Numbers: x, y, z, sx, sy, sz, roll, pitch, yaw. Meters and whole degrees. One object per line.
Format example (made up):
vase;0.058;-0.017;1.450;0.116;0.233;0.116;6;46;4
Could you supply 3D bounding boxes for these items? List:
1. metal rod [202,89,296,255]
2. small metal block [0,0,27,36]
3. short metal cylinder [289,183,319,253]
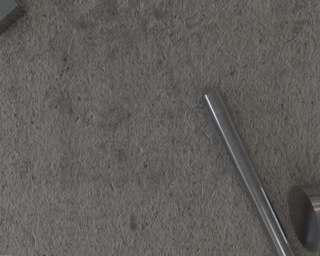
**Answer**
metal rod;0.130;0.089;0.410;0.025;0.025;0.299;-25;90;0
small metal block;-0.216;-0.159;0.408;0.050;0.025;0.050;-42;90;0
short metal cylinder;0.202;0.109;0.384;0.050;0.080;0.080;-7;90;0
